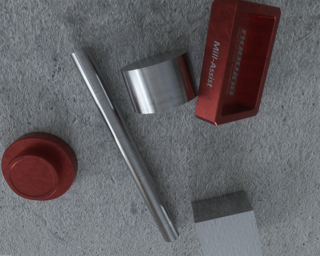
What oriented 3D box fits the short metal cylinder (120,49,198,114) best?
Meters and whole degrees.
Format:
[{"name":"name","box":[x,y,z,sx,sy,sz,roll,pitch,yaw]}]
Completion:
[{"name":"short metal cylinder","box":[0.000,-0.055,0.360,0.080,0.080,0.050,-16,110,5]}]

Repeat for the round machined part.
[{"name":"round machined part","box":[-0.166,0.058,0.420,0.099,0.042,0.097,0,110,-1]}]

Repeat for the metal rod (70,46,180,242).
[{"name":"metal rod","box":[-0.040,0.035,0.422,0.025,0.025,0.299,-22,109,7]}]

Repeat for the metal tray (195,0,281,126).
[{"name":"metal tray","box":[0.089,-0.073,0.353,0.091,0.030,0.129,-12,117,-42]}]

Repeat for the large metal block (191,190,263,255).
[{"name":"large metal block","box":[0.096,0.146,0.452,0.080,0.050,0.080,-14,110,5]}]
